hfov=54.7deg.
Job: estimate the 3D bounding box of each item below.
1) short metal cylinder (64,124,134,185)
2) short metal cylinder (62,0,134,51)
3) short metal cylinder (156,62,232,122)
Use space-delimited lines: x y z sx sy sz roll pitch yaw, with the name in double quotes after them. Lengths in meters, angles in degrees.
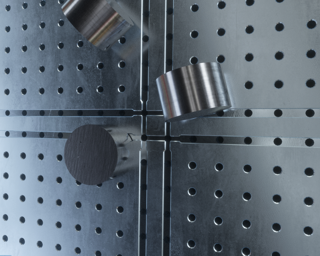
-0.083 0.035 0.427 0.080 0.050 0.079 0 90 19 "short metal cylinder"
-0.081 -0.149 0.411 0.050 0.080 0.080 -41 78 15 "short metal cylinder"
0.040 -0.040 0.369 0.080 0.080 0.050 -14 85 19 "short metal cylinder"
